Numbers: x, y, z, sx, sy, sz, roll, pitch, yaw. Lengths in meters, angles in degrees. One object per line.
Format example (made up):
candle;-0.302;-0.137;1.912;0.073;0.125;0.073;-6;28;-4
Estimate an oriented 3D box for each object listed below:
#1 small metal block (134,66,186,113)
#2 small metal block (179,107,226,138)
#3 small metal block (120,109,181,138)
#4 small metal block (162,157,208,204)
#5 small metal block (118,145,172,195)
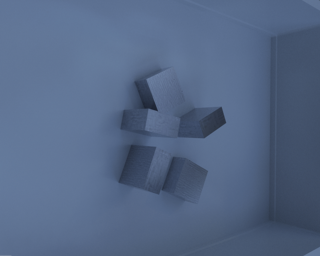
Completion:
small metal block;0.001;-0.048;0.407;0.050;0.025;0.050;-32;110;-35
small metal block;0.056;-0.008;0.437;0.050;0.050;0.025;-31;110;-36
small metal block;-0.012;-0.005;0.380;0.050;0.050;0.025;15;81;-39
small metal block;0.036;0.074;0.437;0.050;0.025;0.050;32;70;-35
small metal block;-0.019;0.049;0.375;0.025;0.050;0.050;29;72;-37
